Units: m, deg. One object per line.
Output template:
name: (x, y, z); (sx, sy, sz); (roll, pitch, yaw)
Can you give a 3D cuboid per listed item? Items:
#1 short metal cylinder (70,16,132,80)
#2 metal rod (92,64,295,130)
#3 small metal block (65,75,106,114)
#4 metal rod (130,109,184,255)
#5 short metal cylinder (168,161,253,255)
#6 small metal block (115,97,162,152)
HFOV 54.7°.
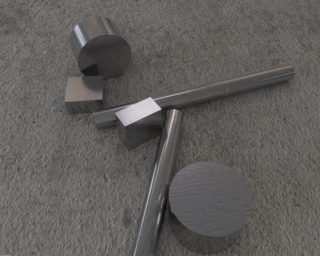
short metal cylinder: (-0.089, -0.118, 0.466); (0.081, 0.080, 0.050); (-18, 53, -15)
metal rod: (0.056, -0.047, 0.443); (0.302, 0.025, 0.025); (-15, 52, -13)
small metal block: (-0.105, -0.048, 0.443); (0.050, 0.025, 0.050); (-4, 50, -4)
metal rod: (-0.009, 0.096, 0.321); (0.025, 0.025, 0.300); (9, 50, 7)
short metal cylinder: (0.049, 0.081, 0.319); (0.081, 0.050, 0.080); (0, 50, 0)
small metal block: (-0.026, -0.004, 0.390); (0.050, 0.050, 0.025); (-27, 55, -21)
